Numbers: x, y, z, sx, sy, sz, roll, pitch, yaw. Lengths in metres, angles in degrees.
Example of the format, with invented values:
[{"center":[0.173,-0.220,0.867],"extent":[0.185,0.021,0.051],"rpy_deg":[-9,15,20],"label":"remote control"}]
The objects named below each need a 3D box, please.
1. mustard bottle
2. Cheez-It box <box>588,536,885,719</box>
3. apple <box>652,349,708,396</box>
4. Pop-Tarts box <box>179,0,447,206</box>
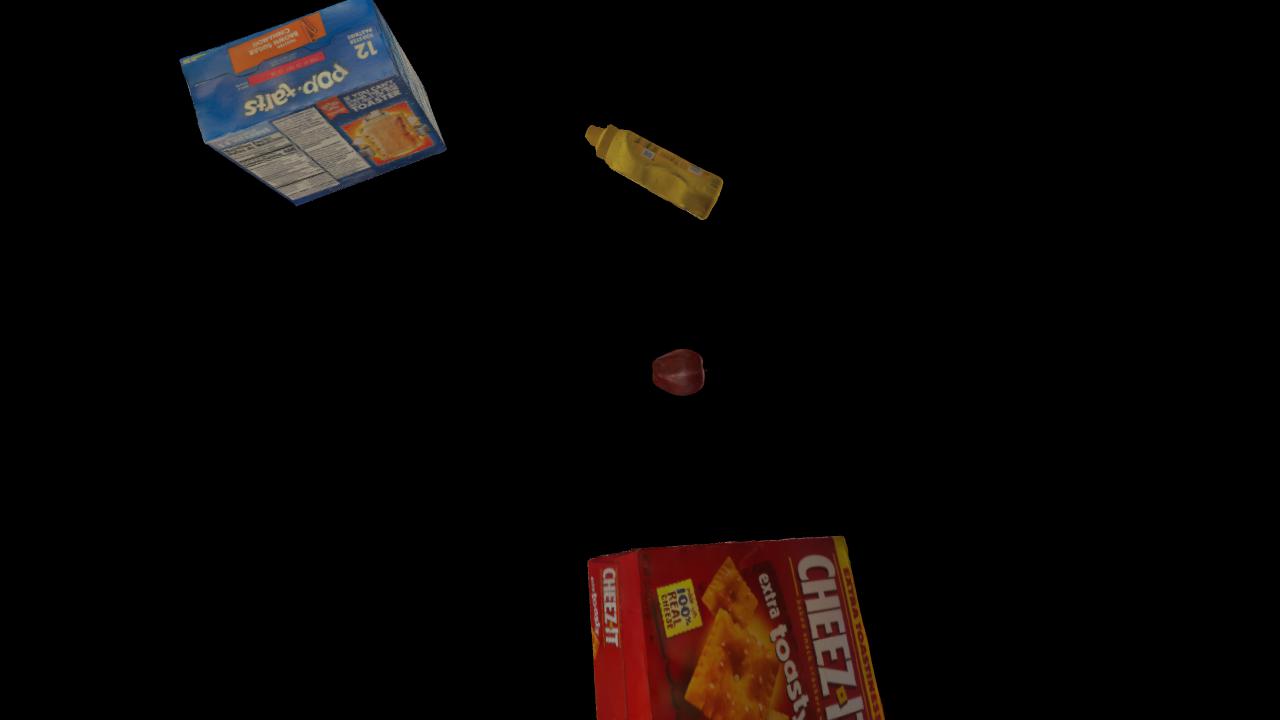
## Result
[{"center":[0.014,-0.246,0.780],"extent":[0.184,0.054,0.092],"rpy_deg":[27,38,-6],"label":"mustard bottle"},{"center":[0.075,0.219,0.446],"extent":[0.223,0.166,0.071],"rpy_deg":[9,-24,-35],"label":"Cheez-It box"},{"center":[0.067,0.021,1.028],"extent":[0.093,0.079,0.079],"rpy_deg":[-1,0,-1],"label":"apple"},{"center":[-0.289,-0.232,0.571],"extent":[0.167,0.083,0.141],"rpy_deg":[-22,-6,-3],"label":"Pop-Tarts box"}]
